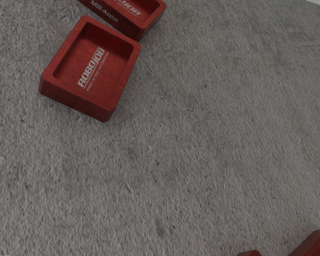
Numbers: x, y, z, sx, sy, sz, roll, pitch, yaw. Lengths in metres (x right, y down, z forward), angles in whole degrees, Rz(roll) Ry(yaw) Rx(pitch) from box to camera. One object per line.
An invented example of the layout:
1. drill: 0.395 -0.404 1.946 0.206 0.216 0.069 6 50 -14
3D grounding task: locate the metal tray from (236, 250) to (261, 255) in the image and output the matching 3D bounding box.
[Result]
1. metal tray: 0.105 0.212 0.328 0.091 0.030 0.130 -22 74 -36

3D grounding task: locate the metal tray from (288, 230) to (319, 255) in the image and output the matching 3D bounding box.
1. metal tray: 0.229 0.207 0.396 0.091 0.030 0.130 -20 72 -35

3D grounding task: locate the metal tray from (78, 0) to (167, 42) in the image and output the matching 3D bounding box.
1. metal tray: -0.064 -0.204 0.490 0.130 0.030 0.090 36 51 -5

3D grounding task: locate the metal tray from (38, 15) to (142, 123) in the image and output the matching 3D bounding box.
1. metal tray: -0.085 -0.080 0.403 0.090 0.030 0.130 26 53 -12
